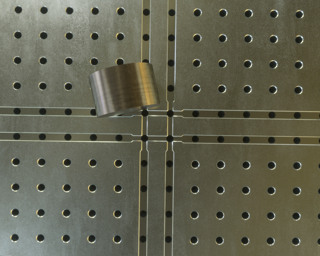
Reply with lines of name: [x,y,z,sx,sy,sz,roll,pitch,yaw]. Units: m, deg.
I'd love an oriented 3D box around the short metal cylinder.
short metal cylinder: [-0.043,-0.046,0.386,0.080,0.080,0.050,-12,90,0]
